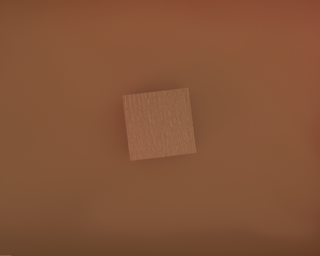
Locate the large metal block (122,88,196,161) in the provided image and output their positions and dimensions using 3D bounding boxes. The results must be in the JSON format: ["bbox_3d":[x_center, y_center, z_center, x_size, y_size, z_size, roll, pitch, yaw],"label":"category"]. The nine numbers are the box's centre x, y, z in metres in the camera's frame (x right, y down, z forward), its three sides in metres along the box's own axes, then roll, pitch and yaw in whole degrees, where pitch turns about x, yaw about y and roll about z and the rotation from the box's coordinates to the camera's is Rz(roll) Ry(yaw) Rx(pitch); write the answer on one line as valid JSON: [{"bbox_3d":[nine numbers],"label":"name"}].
[{"bbox_3d":[-0.001,-0.005,0.399,0.081,0.050,0.079,-7,90,-1],"label":"large metal block"}]
